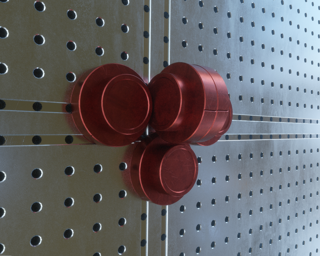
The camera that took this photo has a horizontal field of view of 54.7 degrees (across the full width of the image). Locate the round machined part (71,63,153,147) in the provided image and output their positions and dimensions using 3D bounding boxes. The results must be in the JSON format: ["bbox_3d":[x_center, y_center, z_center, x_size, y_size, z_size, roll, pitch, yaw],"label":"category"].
[{"bbox_3d":[-0.048,-0.026,0.359,0.099,0.042,0.097,0,90,-40],"label":"round machined part"}]

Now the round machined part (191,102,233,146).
[{"bbox_3d":[0.070,-0.022,0.459,0.099,0.042,0.097,0,90,-40],"label":"round machined part"}]

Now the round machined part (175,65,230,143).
[{"bbox_3d":[0.050,-0.030,0.398,0.042,0.098,0.097,-1,91,-40],"label":"round machined part"}]

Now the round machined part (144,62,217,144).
[{"bbox_3d":[0.017,-0.030,0.369,0.042,0.098,0.097,2,89,-40],"label":"round machined part"}]

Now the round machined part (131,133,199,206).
[{"bbox_3d":[0.013,0.054,0.411,0.099,0.042,0.097,0,90,-40],"label":"round machined part"}]
